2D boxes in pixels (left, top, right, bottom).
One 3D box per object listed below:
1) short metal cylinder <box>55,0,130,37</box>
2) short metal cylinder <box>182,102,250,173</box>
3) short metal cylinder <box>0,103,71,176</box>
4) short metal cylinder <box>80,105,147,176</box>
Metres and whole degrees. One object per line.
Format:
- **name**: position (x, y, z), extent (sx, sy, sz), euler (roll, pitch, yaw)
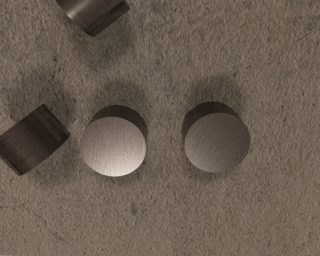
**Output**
- **short metal cylinder**: position (-0.076, -0.144, 0.326), extent (0.050, 0.080, 0.080), euler (-35, 107, 11)
- **short metal cylinder**: position (0.070, 0.011, 0.401), extent (0.081, 0.050, 0.079), euler (0, 110, -1)
- **short metal cylinder**: position (-0.160, 0.014, 0.383), extent (0.080, 0.080, 0.050), euler (-34, 107, 11)
- **short metal cylinder**: position (-0.057, 0.015, 0.401), extent (0.081, 0.050, 0.079), euler (0, 110, -1)
